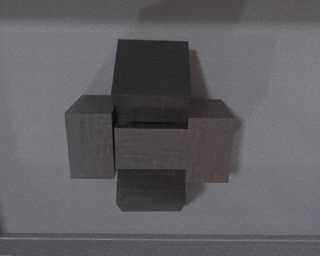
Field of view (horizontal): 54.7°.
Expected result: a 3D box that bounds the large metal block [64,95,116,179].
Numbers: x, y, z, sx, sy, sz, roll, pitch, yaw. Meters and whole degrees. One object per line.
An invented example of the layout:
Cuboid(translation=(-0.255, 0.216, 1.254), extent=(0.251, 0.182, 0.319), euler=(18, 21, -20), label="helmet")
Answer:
Cuboid(translation=(-0.078, 0.008, 0.383), extent=(0.050, 0.080, 0.079), euler=(1, 110, 0), label="large metal block")

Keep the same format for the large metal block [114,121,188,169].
Cuboid(translation=(-0.010, 0.010, 0.384), extent=(0.081, 0.080, 0.050), euler=(1, 110, -1), label="large metal block")

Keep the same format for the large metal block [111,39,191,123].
Cuboid(translation=(-0.009, -0.054, 0.354), extent=(0.081, 0.080, 0.050), euler=(2, 148, -1), label="large metal block")

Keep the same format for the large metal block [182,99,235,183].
Cuboid(translation=(0.055, 0.013, 0.386), extent=(0.050, 0.080, 0.079), euler=(1, 110, 0), label="large metal block")

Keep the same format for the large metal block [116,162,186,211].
Cuboid(translation=(-0.011, 0.078, 0.402), extent=(0.081, 0.080, 0.050), euler=(0, 68, -2), label="large metal block")
